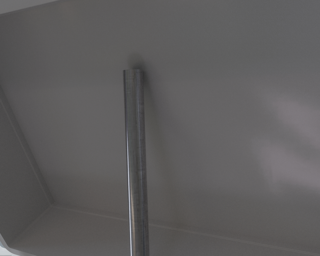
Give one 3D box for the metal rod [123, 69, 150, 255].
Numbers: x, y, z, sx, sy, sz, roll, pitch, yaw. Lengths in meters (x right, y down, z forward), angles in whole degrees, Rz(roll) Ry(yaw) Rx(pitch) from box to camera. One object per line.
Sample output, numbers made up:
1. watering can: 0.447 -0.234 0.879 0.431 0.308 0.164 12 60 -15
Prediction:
1. metal rod: -0.029 0.077 0.394 0.025 0.025 0.298 0 94 28
